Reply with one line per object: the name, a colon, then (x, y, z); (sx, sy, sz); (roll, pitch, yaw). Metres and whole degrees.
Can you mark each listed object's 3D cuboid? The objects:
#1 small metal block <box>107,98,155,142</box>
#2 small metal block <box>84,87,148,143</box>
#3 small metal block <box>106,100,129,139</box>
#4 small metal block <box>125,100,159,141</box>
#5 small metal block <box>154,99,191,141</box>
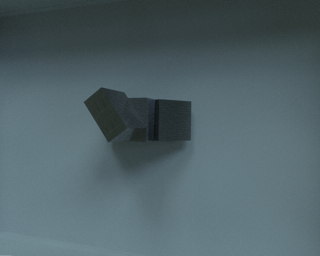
small metal block: (-0.034, -0.010, 0.367); (0.050, 0.025, 0.050); (1, 90, 20)
small metal block: (-0.046, -0.013, 0.331); (0.025, 0.050, 0.050); (-37, 78, 17)
small metal block: (-0.057, -0.011, 0.412); (0.025, 0.050, 0.050); (1, 90, -14)
small metal block: (-0.022, -0.010, 0.403); (0.025, 0.050, 0.050); (1, 90, 20)
small metal block: (0.012, -0.009, 0.389); (0.025, 0.050, 0.050); (1, 90, 54)
